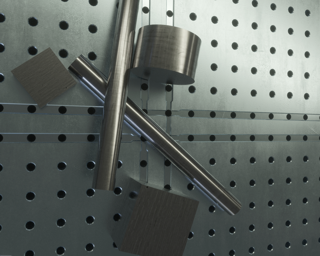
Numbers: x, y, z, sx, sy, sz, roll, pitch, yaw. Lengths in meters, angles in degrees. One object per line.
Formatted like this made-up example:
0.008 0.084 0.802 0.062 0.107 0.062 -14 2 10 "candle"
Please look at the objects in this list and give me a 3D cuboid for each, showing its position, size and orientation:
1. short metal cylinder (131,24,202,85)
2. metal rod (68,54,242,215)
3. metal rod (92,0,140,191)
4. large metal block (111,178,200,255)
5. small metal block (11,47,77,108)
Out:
0.008 -0.088 0.386 0.081 0.080 0.050 11 86 -20 "short metal cylinder"
0.003 0.018 0.413 0.300 0.025 0.025 43 77 -15 "metal rod"
-0.047 -0.077 0.372 0.025 0.025 0.299 10 78 -20 "metal rod"
-0.007 0.117 0.397 0.080 0.050 0.080 21 83 -19 "large metal block"
-0.135 -0.058 0.363 0.050 0.025 0.050 -39 103 -16 "small metal block"
